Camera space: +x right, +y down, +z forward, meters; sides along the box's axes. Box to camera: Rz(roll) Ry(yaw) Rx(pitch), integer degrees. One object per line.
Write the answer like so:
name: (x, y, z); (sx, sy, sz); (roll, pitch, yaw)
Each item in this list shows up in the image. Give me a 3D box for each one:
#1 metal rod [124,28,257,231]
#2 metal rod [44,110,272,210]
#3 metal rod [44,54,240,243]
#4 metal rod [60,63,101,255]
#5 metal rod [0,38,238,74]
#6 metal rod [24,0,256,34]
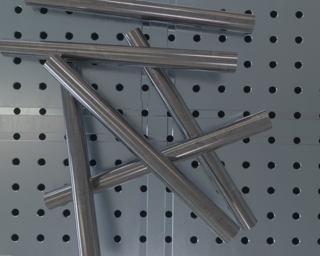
metal rod: (0.041, 0.002, 0.413); (0.025, 0.025, 0.299); (-31, 90, 0)
metal rod: (-0.008, 0.043, 0.395); (0.301, 0.025, 0.025); (-21, 90, 7)
metal rod: (-0.026, 0.020, 0.371); (0.300, 0.025, 0.025); (43, 90, 6)
metal rod: (-0.097, 0.063, 0.382); (0.025, 0.025, 0.299); (-10, 78, 0)
metal rod: (-0.057, -0.093, 0.392); (0.301, 0.025, 0.025); (6, 90, 8)
metal rod: (-0.026, -0.157, 0.413); (0.302, 0.025, 0.025); (7, 90, 0)
